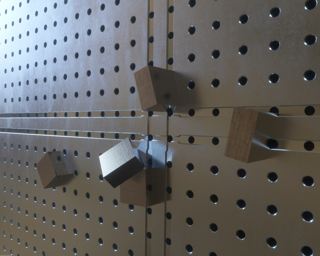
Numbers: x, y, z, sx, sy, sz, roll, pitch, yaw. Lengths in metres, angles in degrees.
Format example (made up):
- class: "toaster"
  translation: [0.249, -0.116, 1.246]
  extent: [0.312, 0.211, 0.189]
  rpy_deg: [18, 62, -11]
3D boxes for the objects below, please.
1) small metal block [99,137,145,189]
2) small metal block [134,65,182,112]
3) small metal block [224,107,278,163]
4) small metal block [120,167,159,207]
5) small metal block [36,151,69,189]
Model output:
- class: "small metal block"
  translation: [-0.053, 0.047, 0.427]
  extent: [0.050, 0.025, 0.050]
  rpy_deg: [-34, 33, 2]
- class: "small metal block"
  translation: [-0.002, -0.049, 0.396]
  extent: [0.025, 0.050, 0.050]
  rpy_deg: [-22, 76, 38]
- class: "small metal block"
  translation: [0.094, 0.006, 0.316]
  extent: [0.025, 0.050, 0.050]
  rpy_deg: [16, 100, 39]
- class: "small metal block"
  translation: [-0.030, 0.080, 0.435]
  extent: [0.050, 0.025, 0.050]
  rpy_deg: [-2, 89, 40]
- class: "small metal block"
  translation: [-0.202, 0.078, 0.578]
  extent: [0.050, 0.025, 0.050]
  rpy_deg: [-42, 65, 32]
